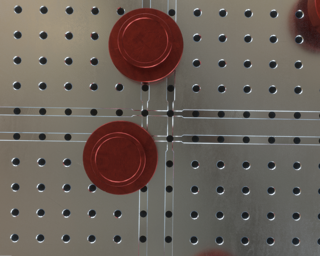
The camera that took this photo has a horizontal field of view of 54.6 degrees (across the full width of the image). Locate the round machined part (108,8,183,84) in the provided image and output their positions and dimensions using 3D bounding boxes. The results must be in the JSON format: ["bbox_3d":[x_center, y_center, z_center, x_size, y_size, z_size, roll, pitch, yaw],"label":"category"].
[{"bbox_3d":[-0.019,-0.109,0.405,0.099,0.042,0.097,0,90,0],"label":"round machined part"}]

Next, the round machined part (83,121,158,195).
[{"bbox_3d":[-0.052,0.039,0.405,0.099,0.042,0.097,0,90,0],"label":"round machined part"}]

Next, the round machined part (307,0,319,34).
[{"bbox_3d":[0.242,-0.159,0.406,0.099,0.042,0.097,0,90,0],"label":"round machined part"}]
